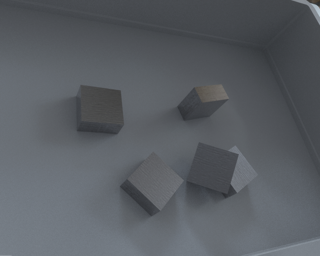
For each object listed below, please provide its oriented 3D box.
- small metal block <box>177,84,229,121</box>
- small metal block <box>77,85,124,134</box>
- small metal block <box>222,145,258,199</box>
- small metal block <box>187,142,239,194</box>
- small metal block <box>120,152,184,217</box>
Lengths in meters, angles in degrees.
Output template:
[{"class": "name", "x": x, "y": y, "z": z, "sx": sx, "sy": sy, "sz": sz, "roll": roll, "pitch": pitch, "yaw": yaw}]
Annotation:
[{"class": "small metal block", "x": 0.061, "y": -0.036, "z": 0.445, "sx": 0.050, "sy": 0.050, "sz": 0.025, "roll": -10, "pitch": 67, "yaw": -33}, {"class": "small metal block", "x": -0.074, "y": -0.022, "z": 0.379, "sx": 0.050, "sy": 0.025, "sz": 0.050, "roll": 5, "pitch": 59, "yaw": -26}, {"class": "small metal block", "x": 0.096, "y": 0.059, "z": 0.421, "sx": 0.050, "sy": 0.025, "sz": 0.050, "roll": -27, "pitch": 77, "yaw": -37}, {"class": "small metal block", "x": 0.065, "y": 0.050, "z": 0.387, "sx": 0.050, "sy": 0.025, "sz": 0.050, "roll": 17, "pitch": 81, "yaw": 6}, {"class": "small metal block", "x": -0.009, "y": 0.065, "z": 0.361, "sx": 0.050, "sy": 0.025, "sz": 0.050, "roll": 44, "pitch": 51, "yaw": 2}]
